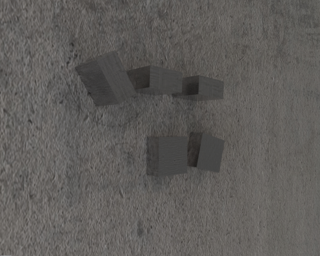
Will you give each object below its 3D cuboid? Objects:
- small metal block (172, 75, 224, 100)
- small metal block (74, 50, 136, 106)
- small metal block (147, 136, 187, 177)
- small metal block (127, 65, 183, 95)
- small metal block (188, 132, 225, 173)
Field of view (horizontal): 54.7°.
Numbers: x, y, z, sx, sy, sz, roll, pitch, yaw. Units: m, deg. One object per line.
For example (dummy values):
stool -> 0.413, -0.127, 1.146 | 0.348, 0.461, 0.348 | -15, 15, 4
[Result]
small metal block -> 0.053, -0.054, 0.432 | 0.050, 0.050, 0.025 | 5, 87, -40
small metal block -> -0.060, -0.052, 0.338 | 0.025, 0.050, 0.050 | -39, 114, -33
small metal block -> 0.010, 0.036, 0.413 | 0.050, 0.025, 0.050 | 0, 90, -40
small metal block -> -0.008, -0.057, 0.381 | 0.050, 0.050, 0.025 | 3, 88, -40
small metal block -> 0.067, 0.037, 0.460 | 0.050, 0.025, 0.050 | 19, 78, -38
